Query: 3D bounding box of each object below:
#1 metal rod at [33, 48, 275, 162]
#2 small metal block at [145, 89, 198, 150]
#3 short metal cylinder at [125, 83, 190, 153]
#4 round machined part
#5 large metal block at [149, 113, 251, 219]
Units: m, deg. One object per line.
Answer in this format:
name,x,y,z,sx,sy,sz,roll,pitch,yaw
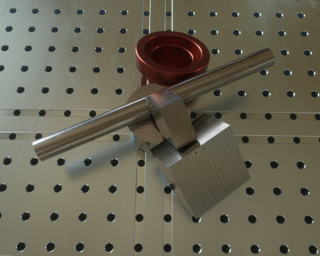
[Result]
metal rod,0.001,-0.032,0.370,0.302,0.025,0.025,-23,72,-9
small metal block,0.012,-0.011,0.338,0.025,0.050,0.050,-28,115,-10
short metal cylinder,-0.003,-0.011,0.402,0.081,0.050,0.080,0,70,0
round machined part,0.015,-0.088,0.423,0.099,0.042,0.098,4,47,-4
large metal block,0.047,0.042,0.359,0.080,0.050,0.080,-34,118,-11
